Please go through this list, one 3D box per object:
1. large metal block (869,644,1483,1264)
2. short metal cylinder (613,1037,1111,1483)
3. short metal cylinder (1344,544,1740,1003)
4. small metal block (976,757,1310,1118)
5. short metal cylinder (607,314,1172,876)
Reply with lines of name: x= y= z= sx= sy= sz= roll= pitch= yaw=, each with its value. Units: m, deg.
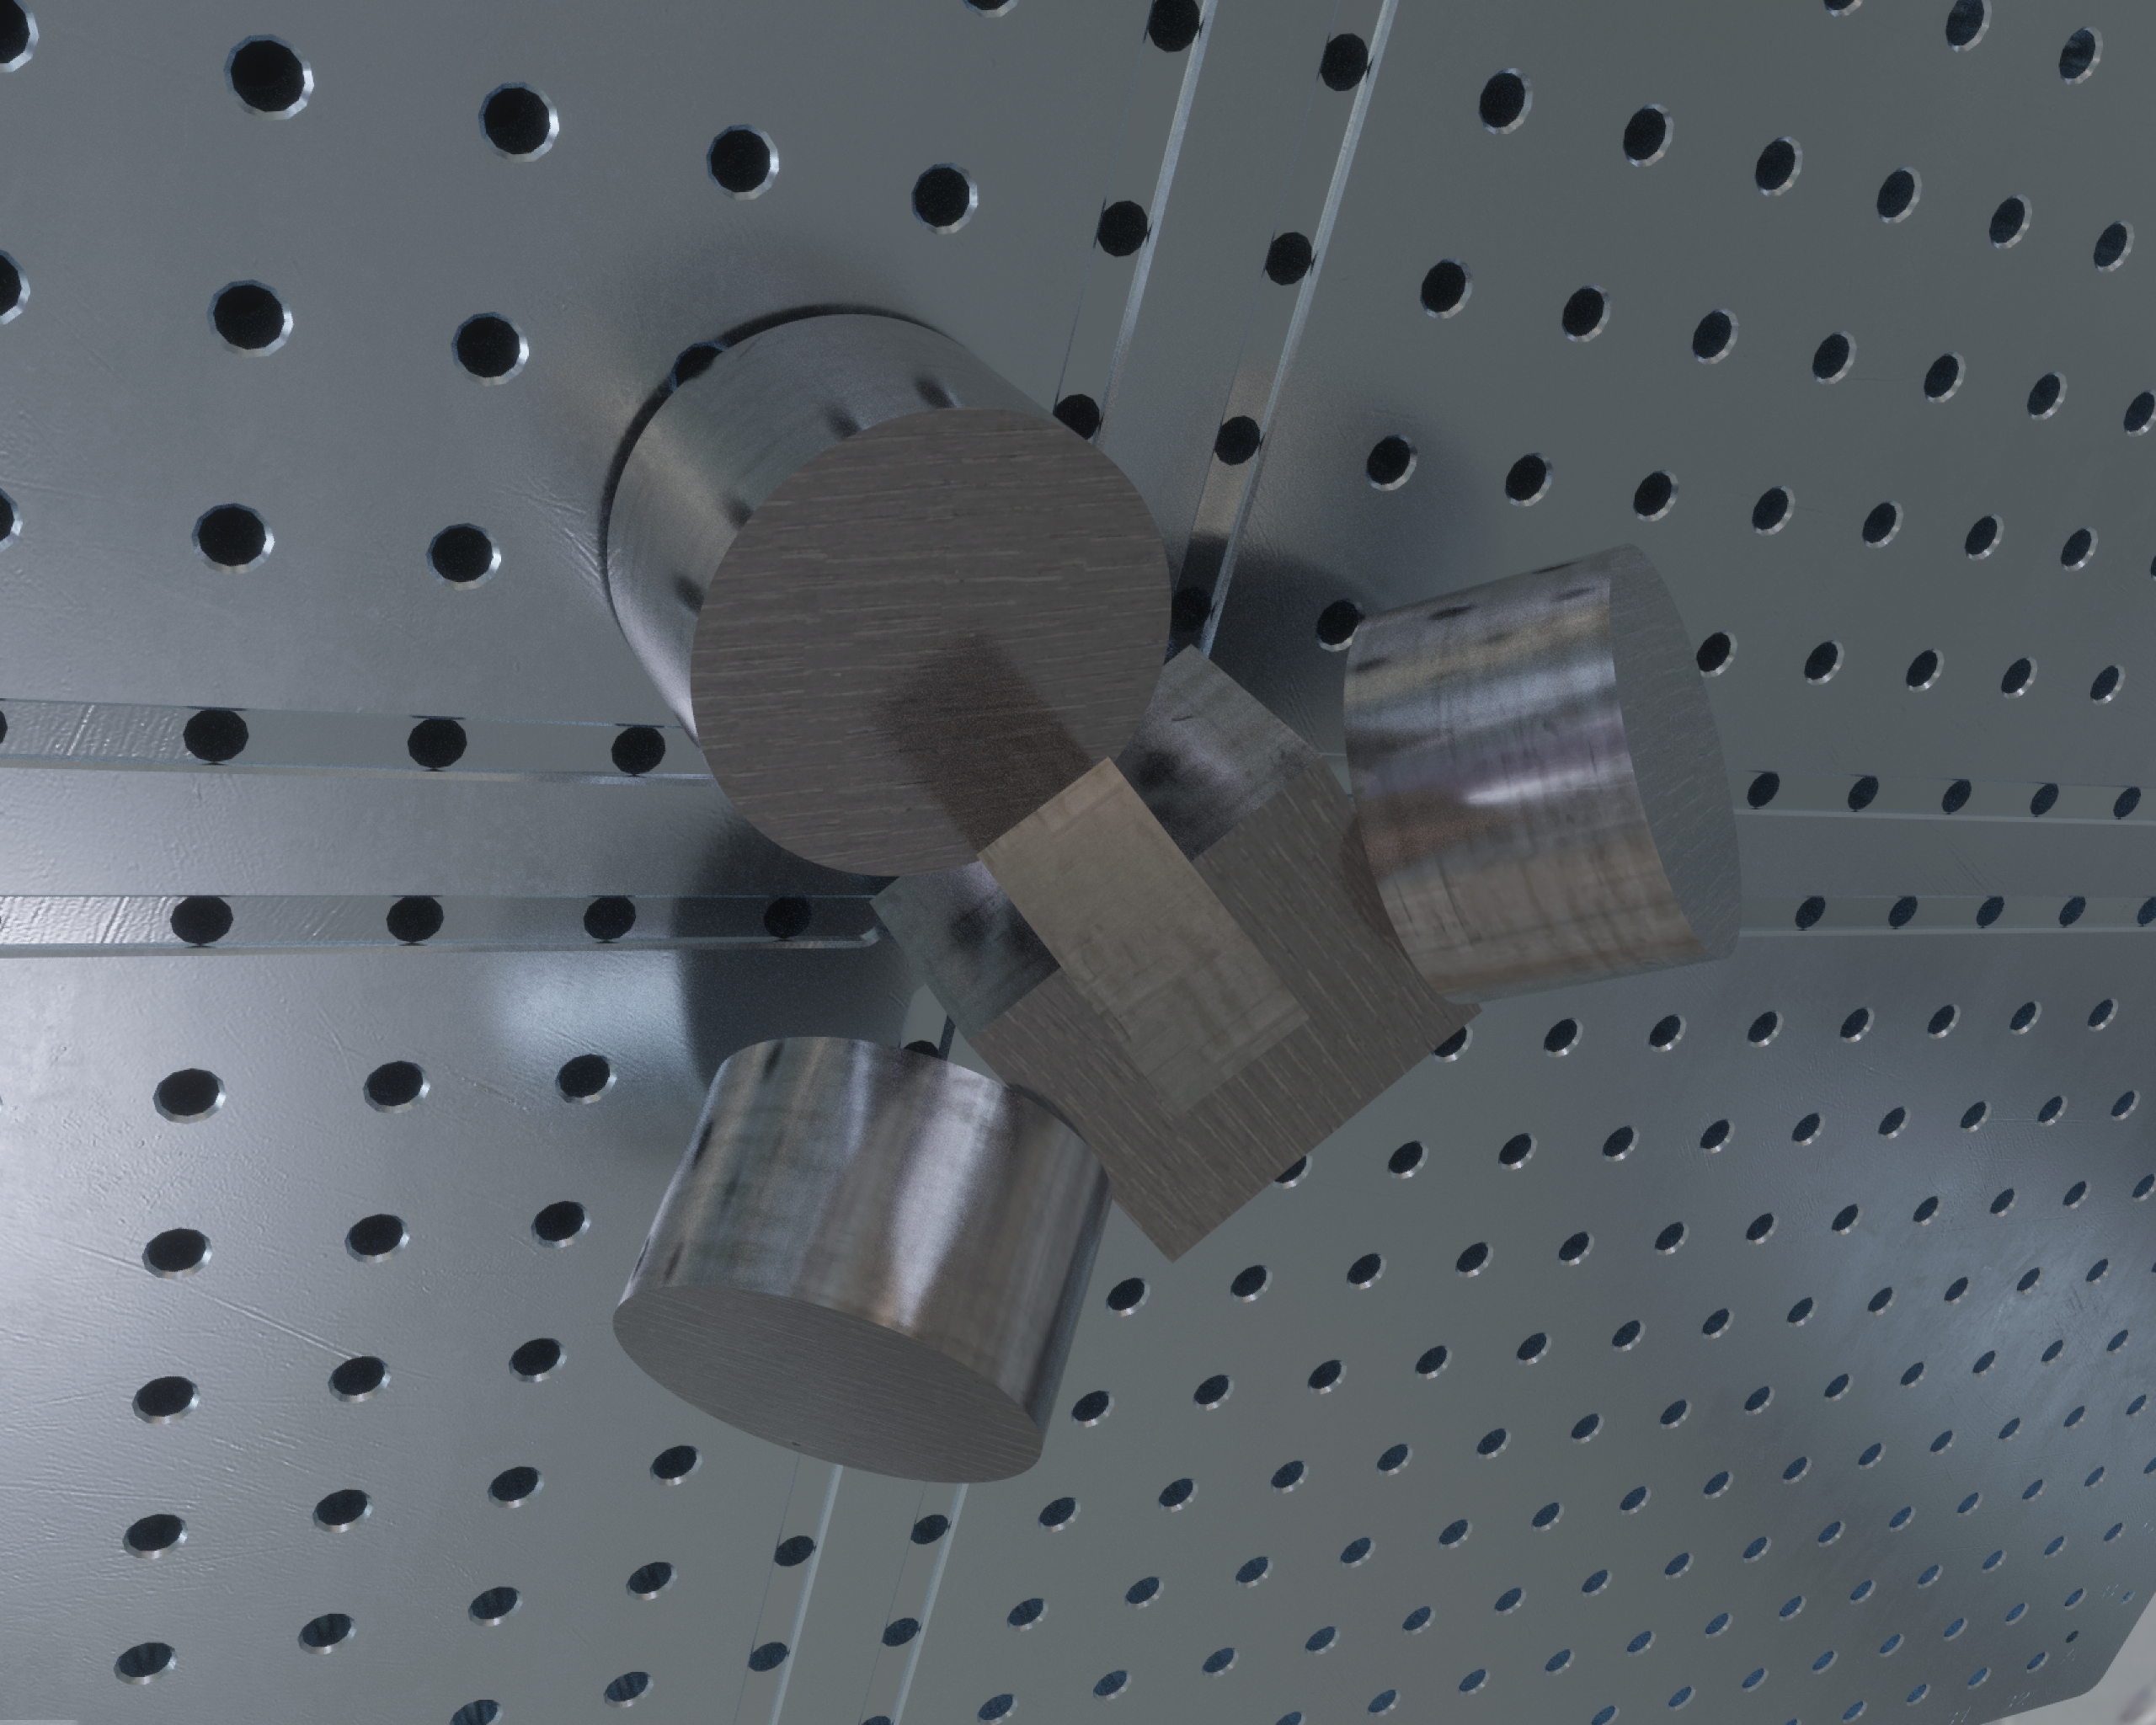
large metal block: x=0.020 y=0.019 z=0.410 sx=0.080 sy=0.050 sz=0.080 roll=-39 pitch=130 yaw=-2
short metal cylinder: x=-0.039 y=0.075 z=0.389 sx=0.080 sy=0.050 sz=0.080 roll=12 pitch=145 yaw=9
short metal cylinder: x=0.091 y=-0.016 z=0.402 sx=0.050 sy=0.080 sz=0.080 roll=-13 pitch=136 yaw=28
small metal block: x=0.010 y=0.013 z=0.340 sx=0.025 sy=0.050 sz=0.050 roll=-37 pitch=86 yaw=-1
short metal cylinder: x=-0.032 y=-0.045 z=0.346 sx=0.081 sy=0.050 sz=0.079 roll=-14 pitch=124 yaw=-21
